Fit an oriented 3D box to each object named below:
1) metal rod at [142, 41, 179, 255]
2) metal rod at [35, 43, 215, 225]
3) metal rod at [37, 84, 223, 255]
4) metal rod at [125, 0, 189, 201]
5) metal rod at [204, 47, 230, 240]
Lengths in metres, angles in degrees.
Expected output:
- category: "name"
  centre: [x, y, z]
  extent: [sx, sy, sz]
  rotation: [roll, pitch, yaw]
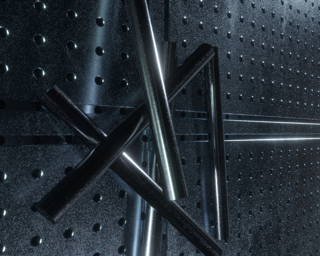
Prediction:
- category: "metal rod"
  centre: [0.000, 0.034, 0.411]
  extent: [0.025, 0.025, 0.298]
  rotation: [9, 85, -40]
- category: "metal rod"
  centre: [-0.017, -0.017, 0.355]
  extent: [0.301, 0.025, 0.025]
  rotation: [-48, 119, -34]
- category: "metal rod"
  centre: [-0.020, 0.067, 0.368]
  extent: [0.300, 0.025, 0.025]
  rotation: [47, 61, -21]
- category: "metal rod"
  centre: [-0.012, -0.071, 0.344]
  extent: [0.025, 0.025, 0.299]
  rotation: [-1, 74, -40]
- category: "metal rod"
  centre: [0.089, 0.026, 0.486]
  extent: [0.025, 0.025, 0.298]
  rotation: [-7, 95, -40]
